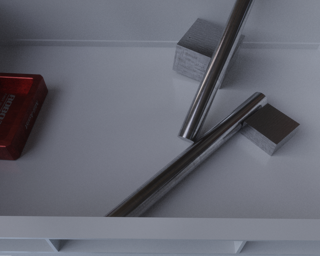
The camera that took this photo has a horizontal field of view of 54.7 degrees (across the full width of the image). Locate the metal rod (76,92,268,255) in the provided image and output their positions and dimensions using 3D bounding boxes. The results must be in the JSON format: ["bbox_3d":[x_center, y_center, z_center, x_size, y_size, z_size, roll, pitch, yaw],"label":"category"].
[{"bbox_3d":[0.034,0.039,0.372,0.302,0.025,0.025,-36,59,-27],"label":"metal rod"}]

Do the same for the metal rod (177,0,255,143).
[{"bbox_3d":[0.093,-0.120,0.420,0.025,0.025,0.299,21,80,16],"label":"metal rod"}]

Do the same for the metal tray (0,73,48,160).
[{"bbox_3d":[-0.216,-0.021,0.415,0.091,0.030,0.130,3,50,2],"label":"metal tray"}]

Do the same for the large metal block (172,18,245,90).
[{"bbox_3d":[0.076,-0.117,0.483,0.080,0.050,0.080,25,54,12],"label":"large metal block"}]

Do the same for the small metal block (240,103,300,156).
[{"bbox_3d":[0.144,0.001,0.406,0.050,0.025,0.050,-33,58,-25],"label":"small metal block"}]
